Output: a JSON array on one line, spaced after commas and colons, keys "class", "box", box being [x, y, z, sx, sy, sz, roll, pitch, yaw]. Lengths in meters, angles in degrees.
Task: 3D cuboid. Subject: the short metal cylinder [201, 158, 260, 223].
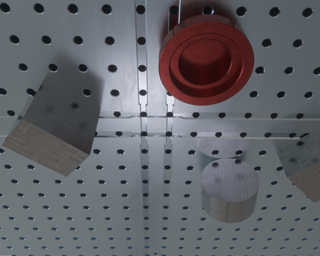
[{"class": "short metal cylinder", "box": [0.101, 0.090, 0.453, 0.080, 0.080, 0.050, -4, 130, 3]}]

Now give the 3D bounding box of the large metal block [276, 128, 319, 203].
[{"class": "large metal block", "box": [0.230, 0.052, 0.442, 0.080, 0.050, 0.080, -36, 122, 26]}]

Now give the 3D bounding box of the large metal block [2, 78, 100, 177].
[{"class": "large metal block", "box": [-0.126, -0.001, 0.373, 0.080, 0.080, 0.050, 34, 122, -25]}]

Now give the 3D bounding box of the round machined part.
[{"class": "round machined part", "box": [0.048, -0.076, 0.336, 0.099, 0.042, 0.097, 0, 130, 0]}]
